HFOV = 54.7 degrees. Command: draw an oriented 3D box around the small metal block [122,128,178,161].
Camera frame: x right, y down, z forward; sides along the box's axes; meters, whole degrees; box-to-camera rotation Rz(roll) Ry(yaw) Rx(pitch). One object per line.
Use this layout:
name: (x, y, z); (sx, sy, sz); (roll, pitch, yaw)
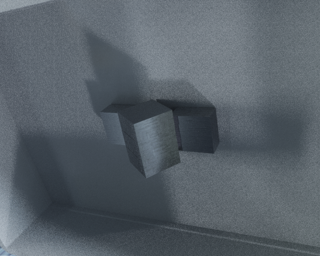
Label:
small metal block: (-0.013, 0.012, 0.391); (0.050, 0.050, 0.025); (33, 140, 55)

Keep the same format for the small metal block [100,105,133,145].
small metal block: (-0.049, -0.004, 0.428); (0.050, 0.025, 0.050); (4, 120, 26)

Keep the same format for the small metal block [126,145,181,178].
small metal block: (-0.009, 0.034, 0.402); (0.050, 0.050, 0.025); (33, 140, 55)

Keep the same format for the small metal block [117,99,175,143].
small metal block: (-0.017, -0.010, 0.379); (0.050, 0.050, 0.025); (34, 140, 55)

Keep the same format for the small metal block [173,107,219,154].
small metal block: (0.044, 0.002, 0.384); (0.050, 0.025, 0.050); (3, 120, 26)
